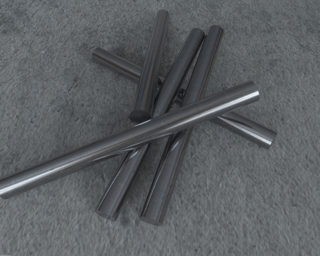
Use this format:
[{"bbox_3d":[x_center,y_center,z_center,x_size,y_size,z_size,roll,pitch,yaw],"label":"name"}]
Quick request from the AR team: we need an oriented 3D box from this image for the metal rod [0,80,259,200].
[{"bbox_3d":[-0.035,0.013,0.346,0.301,0.025,0.025,-21,52,0],"label":"metal rod"}]

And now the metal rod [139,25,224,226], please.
[{"bbox_3d":[0.038,-0.024,0.396,0.025,0.025,0.300,15,60,11],"label":"metal rod"}]

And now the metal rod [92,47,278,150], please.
[{"bbox_3d":[0.021,-0.051,0.446,0.300,0.025,0.025,29,56,22],"label":"metal rod"}]

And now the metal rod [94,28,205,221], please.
[{"bbox_3d":[0.000,-0.025,0.399,0.025,0.025,0.300,18,60,14],"label":"metal rod"}]

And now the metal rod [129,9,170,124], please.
[{"bbox_3d":[-0.009,-0.111,0.468,0.025,0.025,0.300,4,42,3],"label":"metal rod"}]
